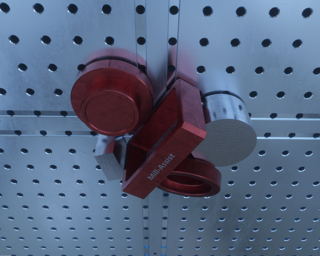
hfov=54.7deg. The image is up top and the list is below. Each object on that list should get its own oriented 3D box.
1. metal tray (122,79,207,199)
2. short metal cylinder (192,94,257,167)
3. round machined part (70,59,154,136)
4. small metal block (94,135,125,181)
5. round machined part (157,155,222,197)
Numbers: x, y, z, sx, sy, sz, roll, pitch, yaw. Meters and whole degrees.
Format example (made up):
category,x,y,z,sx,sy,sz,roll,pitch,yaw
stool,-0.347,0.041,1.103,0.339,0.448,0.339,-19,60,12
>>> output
category,x,y,z,sx,sy,sz,roll,pitch,yaw
metal tray,0.001,0.014,0.376,0.030,0.090,0.129,26,125,-21
short metal cylinder,0.076,0.004,0.394,0.081,0.050,0.079,0,130,0
round machined part,-0.057,-0.028,0.370,0.099,0.042,0.097,0,130,0
small metal block,-0.064,0.035,0.419,0.025,0.050,0.050,-12,129,10
round machined part,0.037,0.060,0.432,0.099,0.042,0.098,9,152,5
